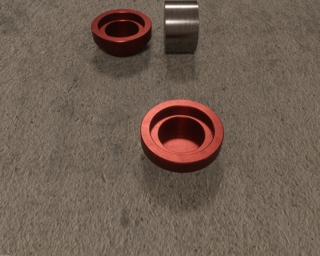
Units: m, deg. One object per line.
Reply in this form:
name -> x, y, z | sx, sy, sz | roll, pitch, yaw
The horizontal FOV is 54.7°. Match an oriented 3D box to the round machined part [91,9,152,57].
round machined part -> -0.063, -0.157, 0.523 | 0.099, 0.042, 0.098 | 0, 50, 0

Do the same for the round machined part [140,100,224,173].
round machined part -> 0.026, 0.014, 0.381 | 0.099, 0.042, 0.098 | 0, 50, 0

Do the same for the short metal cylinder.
short metal cylinder -> 0.033, -0.166, 0.507 | 0.050, 0.080, 0.080 | -1, 50, -1
